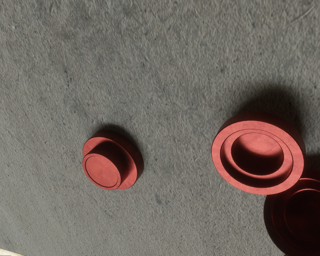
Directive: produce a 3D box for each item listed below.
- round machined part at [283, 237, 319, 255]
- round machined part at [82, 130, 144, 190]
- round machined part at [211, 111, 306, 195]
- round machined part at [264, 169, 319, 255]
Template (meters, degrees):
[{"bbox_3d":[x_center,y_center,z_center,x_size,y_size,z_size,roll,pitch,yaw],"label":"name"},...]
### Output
[{"bbox_3d":[0.202,0.165,0.376,0.098,0.042,0.098,11,146,8],"label":"round machined part"},{"bbox_3d":[-0.078,0.055,0.471,0.098,0.042,0.097,13,124,21],"label":"round machined part"},{"bbox_3d":[0.112,0.024,0.352,0.098,0.042,0.097,13,124,21],"label":"round machined part"},{"bbox_3d":[0.170,0.098,0.343,0.042,0.098,0.098,22,141,-39],"label":"round machined part"}]
